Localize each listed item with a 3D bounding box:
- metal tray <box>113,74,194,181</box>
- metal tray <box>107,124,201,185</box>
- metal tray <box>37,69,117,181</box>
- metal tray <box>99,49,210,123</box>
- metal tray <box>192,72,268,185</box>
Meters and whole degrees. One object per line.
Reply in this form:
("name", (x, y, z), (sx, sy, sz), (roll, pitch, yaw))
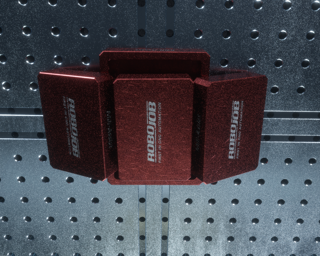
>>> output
("metal tray", (-0.007, 0.001, 0.378), (0.091, 0.030, 0.129), (0, 110, -1))
("metal tray", (-0.006, 0.032, 0.423), (0.131, 0.030, 0.089), (0, 111, -1))
("metal tray", (-0.101, -0.005, 0.388), (0.090, 0.030, 0.129), (9, 113, 24))
("metal tray", (-0.006, -0.053, 0.391), (0.131, 0.030, 0.089), (0, 111, -1))
("metal tray", (0.086, -0.001, 0.391), (0.091, 0.030, 0.129), (-11, 113, -26))
